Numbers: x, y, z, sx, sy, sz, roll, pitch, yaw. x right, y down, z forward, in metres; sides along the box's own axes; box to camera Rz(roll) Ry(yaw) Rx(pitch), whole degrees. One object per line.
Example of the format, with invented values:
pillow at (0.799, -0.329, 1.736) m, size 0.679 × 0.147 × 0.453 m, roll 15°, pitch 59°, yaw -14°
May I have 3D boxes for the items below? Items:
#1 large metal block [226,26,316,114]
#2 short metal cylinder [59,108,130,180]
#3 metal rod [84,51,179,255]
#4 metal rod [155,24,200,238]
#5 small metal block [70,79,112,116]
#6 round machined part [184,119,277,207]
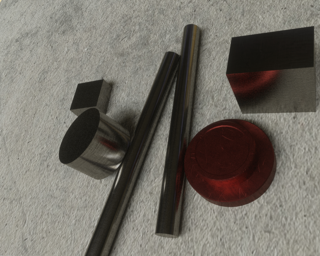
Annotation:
large metal block at (0.125, -0.058, 0.338) m, size 0.080 × 0.080 × 0.050 m, roll 0°, pitch 62°, yaw 28°
short metal cylinder at (-0.086, 0.021, 0.404) m, size 0.080 × 0.050 × 0.080 m, roll -29°, pitch 42°, yaw 30°
metal rod at (-0.029, 0.026, 0.401) m, size 0.025 × 0.025 × 0.300 m, roll 6°, pitch 65°, yaw 31°
metal rod at (0.027, -0.017, 0.398) m, size 0.025 × 0.025 × 0.299 m, roll -5°, pitch 59°, yaw 25°
small metal block at (-0.108, -0.046, 0.486) m, size 0.050 × 0.025 × 0.050 m, roll -5°, pitch 59°, yaw 25°
round machined part at (0.072, 0.032, 0.335) m, size 0.098 × 0.042 × 0.098 m, roll -13°, pitch 56°, yaw 20°
